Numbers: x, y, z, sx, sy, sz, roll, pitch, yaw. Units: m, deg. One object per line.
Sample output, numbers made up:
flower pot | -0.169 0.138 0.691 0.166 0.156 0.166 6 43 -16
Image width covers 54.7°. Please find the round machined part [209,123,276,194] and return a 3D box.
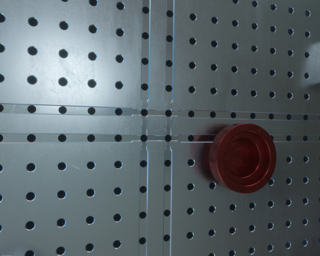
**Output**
round machined part | 0.114 0.042 0.445 0.099 0.042 0.097 0 90 -20
